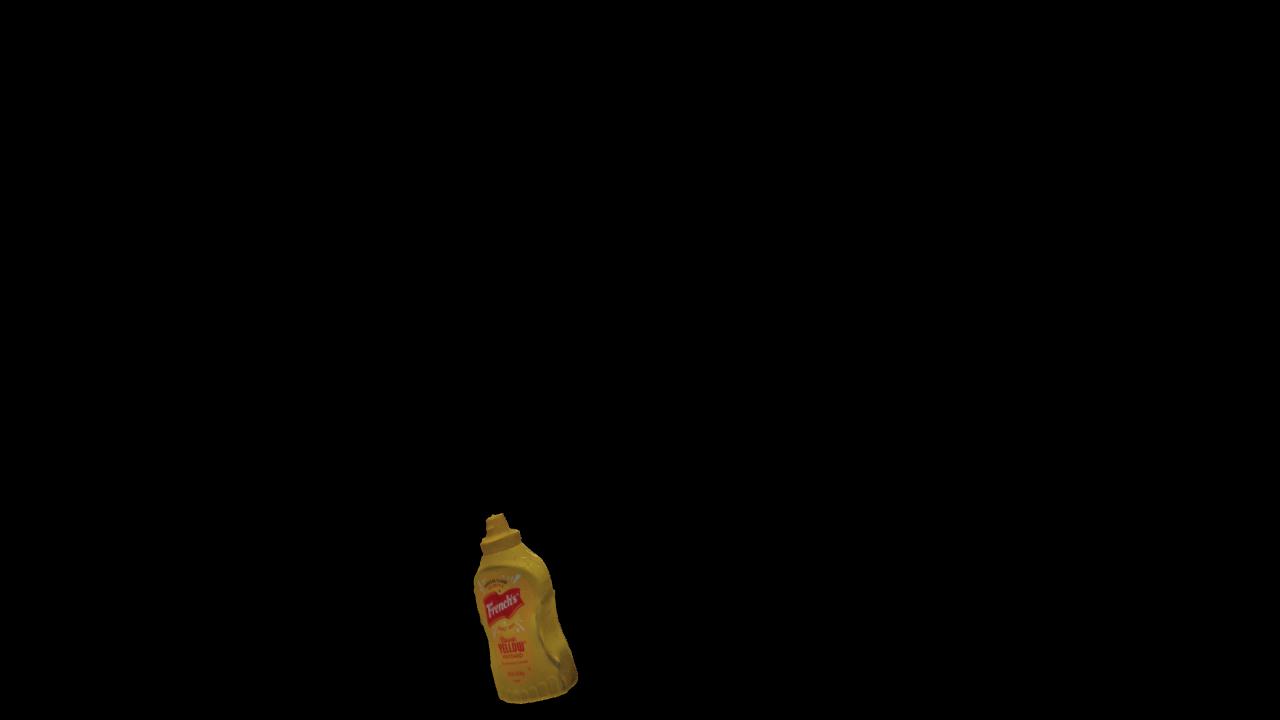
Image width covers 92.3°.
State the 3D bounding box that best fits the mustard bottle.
[{"bbox_3d":[-0.128,0.250,0.635,0.092,0.184,0.054,-20,-8,31],"label":"mustard bottle"}]
